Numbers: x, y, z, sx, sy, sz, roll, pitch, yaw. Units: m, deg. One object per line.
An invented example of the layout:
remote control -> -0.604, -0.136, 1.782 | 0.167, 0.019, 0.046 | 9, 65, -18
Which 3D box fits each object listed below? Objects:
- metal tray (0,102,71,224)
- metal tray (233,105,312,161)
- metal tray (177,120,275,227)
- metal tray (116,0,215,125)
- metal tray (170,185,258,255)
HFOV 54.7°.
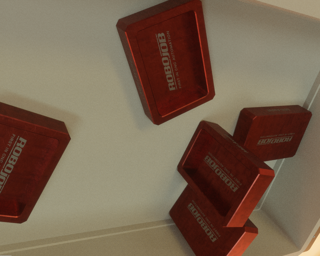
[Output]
metal tray -> -0.169, 0.042, 0.339 | 0.091, 0.030, 0.129 | 21, 107, -37
metal tray -> 0.183, 0.010, 0.515 | 0.131, 0.030, 0.089 | -5, 121, -27
metal tray -> 0.082, 0.058, 0.424 | 0.030, 0.130, 0.089 | 12, 112, -34
metal tray -> 0.012, -0.076, 0.366 | 0.091, 0.030, 0.129 | -26, 128, -13
metal tray -> 0.075, 0.142, 0.472 | 0.030, 0.130, 0.090 | 22, 107, -37
